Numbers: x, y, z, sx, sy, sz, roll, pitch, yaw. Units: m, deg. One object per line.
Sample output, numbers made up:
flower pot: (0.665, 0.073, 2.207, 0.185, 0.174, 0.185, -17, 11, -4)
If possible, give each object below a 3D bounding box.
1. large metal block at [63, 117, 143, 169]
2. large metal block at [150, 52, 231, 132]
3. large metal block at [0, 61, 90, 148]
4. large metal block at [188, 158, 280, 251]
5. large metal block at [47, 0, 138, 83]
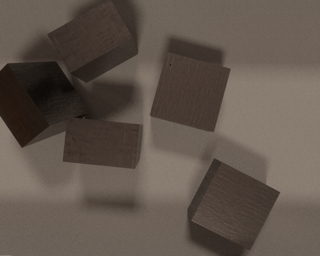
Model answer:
large metal block: (-0.065, 0.016, 0.383, 0.081, 0.080, 0.050, 6, 90, -1)
large metal block: (0.037, -0.044, 0.399, 0.080, 0.050, 0.080, 15, 90, -1)
large metal block: (-0.145, -0.032, 0.375, 0.050, 0.080, 0.080, -34, 90, 24)
large metal block: (0.092, 0.095, 0.400, 0.080, 0.050, 0.080, 27, 90, -1)
large metal block: (-0.078, -0.102, 0.383, 0.080, 0.080, 0.050, -30, 90, 0)
